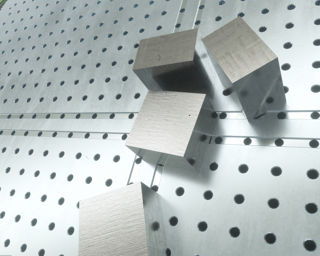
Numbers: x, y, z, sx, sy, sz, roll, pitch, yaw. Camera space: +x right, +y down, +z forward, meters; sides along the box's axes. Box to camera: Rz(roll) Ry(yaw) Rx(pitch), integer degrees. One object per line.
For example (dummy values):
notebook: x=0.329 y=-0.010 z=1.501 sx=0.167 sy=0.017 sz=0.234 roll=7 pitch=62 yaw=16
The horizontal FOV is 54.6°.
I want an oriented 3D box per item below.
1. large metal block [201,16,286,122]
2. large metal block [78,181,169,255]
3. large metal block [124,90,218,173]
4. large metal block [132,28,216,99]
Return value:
large metal block: x=0.099 y=-0.068 z=0.363 sx=0.050 sy=0.080 sz=0.080 roll=-30 pitch=52 yaw=9
large metal block: x=-0.041 y=0.115 z=0.344 sx=0.080 sy=0.050 sz=0.080 roll=-21 pitch=54 yaw=16
large metal block: x=0.016 y=0.002 z=0.383 sx=0.080 sy=0.050 sz=0.080 roll=9 pitch=66 yaw=32
large metal block: x=0.023 y=-0.077 z=0.409 sx=0.080 sy=0.080 sz=0.050 roll=-4 pitch=60 yaw=26
